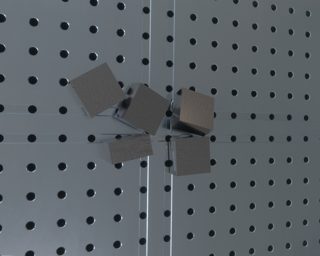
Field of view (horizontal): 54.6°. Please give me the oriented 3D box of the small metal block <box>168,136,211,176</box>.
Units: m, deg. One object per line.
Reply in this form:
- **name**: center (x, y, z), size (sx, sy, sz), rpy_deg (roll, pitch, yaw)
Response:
- **small metal block**: center (0.041, 0.037, 0.427), size (0.050, 0.025, 0.050), rpy_deg (-3, 91, -20)

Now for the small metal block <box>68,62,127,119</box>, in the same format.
- **small metal block**: center (-0.077, -0.046, 0.384), size (0.050, 0.025, 0.050), rpy_deg (-33, 100, -17)

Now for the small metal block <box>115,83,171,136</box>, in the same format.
- **small metal block**: center (-0.022, -0.024, 0.399), size (0.050, 0.025, 0.050), rpy_deg (31, 80, -30)

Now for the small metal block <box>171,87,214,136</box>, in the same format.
- **small metal block**: center (0.045, -0.021, 0.420), size (0.050, 0.025, 0.050), rpy_deg (16, 63, -19)

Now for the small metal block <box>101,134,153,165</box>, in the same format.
- **small metal block**: center (-0.042, 0.024, 0.384), size (0.050, 0.050, 0.025), rpy_deg (-12, 94, -20)
